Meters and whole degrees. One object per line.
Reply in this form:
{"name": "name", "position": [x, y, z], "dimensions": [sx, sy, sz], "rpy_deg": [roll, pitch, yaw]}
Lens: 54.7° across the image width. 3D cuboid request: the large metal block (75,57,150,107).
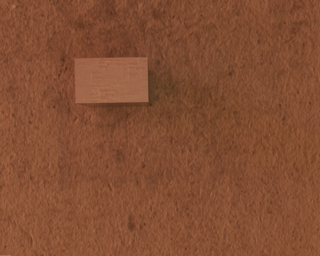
{"name": "large metal block", "position": [-0.054, -0.053, 0.382], "dimensions": [0.081, 0.080, 0.050], "rpy_deg": [-1, 90, -1]}
